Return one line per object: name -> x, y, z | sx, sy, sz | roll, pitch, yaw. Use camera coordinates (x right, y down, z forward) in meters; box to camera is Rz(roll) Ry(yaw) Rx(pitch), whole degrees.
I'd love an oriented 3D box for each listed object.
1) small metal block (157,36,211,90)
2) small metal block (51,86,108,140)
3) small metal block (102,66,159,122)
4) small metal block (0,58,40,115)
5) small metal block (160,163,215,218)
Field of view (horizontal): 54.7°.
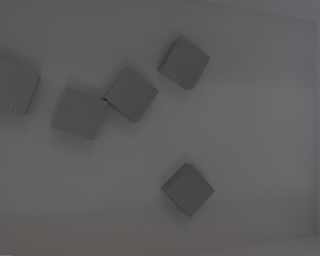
small metal block -> 0.032, -0.087, 0.422 | 0.050, 0.025, 0.050 | 32, 80, -17
small metal block -> -0.097, -0.017, 0.375 | 0.050, 0.025, 0.050 | 21, 83, -19
small metal block -> -0.038, -0.042, 0.396 | 0.050, 0.025, 0.050 | 37, 78, -16
small metal block -> -0.169, -0.046, 0.348 | 0.050, 0.025, 0.050 | 20, 83, -19
small metal block -> 0.038, 0.084, 0.425 | 0.050, 0.025, 0.050 | -44, 104, -15
